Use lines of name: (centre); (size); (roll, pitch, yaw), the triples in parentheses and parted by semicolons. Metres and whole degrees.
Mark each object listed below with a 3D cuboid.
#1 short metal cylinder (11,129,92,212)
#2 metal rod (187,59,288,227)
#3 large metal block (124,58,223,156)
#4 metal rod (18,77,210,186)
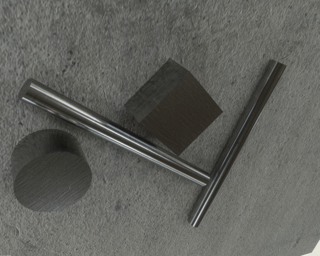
short metal cylinder: (-0.124, 0.048, 0.353); (0.081, 0.050, 0.079); (-14, 124, -21)
metal rod: (0.115, 0.036, 0.491); (0.025, 0.025, 0.298); (10, 113, -33)
large metal block: (0.018, -0.025, 0.385); (0.080, 0.050, 0.080); (-45, 129, 3)
metal rod: (-0.033, 0.021, 0.401); (0.301, 0.025, 0.025); (31, 101, -38)
